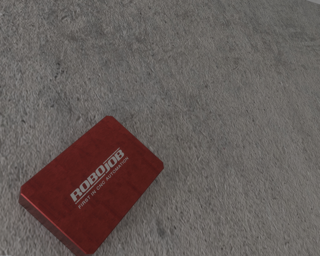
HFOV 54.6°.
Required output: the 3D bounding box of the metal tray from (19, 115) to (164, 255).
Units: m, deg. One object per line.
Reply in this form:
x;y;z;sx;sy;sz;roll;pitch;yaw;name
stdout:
-0.067;0.056;0.330;0.090;0.030;0.131;43;51;1;metal tray
